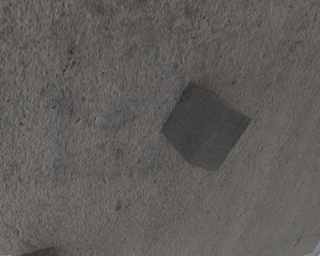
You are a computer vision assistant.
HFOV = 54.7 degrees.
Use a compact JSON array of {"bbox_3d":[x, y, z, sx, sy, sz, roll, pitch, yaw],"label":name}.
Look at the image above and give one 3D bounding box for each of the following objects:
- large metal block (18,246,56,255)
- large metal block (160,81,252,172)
[{"bbox_3d":[-0.162,0.226,0.423,0.050,0.080,0.079,-8,122,-24],"label":"large metal block"},{"bbox_3d":[0.056,-0.003,0.400,0.050,0.080,0.080,20,108,-36],"label":"large metal block"}]
